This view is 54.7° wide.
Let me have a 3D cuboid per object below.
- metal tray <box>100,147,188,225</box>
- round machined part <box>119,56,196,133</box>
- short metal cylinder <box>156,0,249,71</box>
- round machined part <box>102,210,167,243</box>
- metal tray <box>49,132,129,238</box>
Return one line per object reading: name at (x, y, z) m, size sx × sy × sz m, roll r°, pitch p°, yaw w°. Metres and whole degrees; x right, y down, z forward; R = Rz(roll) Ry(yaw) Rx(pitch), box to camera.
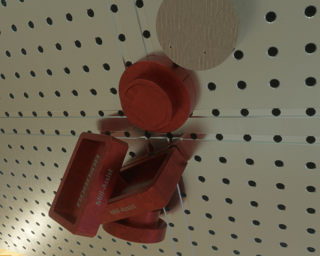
metal tray at (-0.032, 0.081, 0.433) m, size 0.130 × 0.090 × 0.030 m, roll -26°, pitch 108°, yaw 36°
round machined part at (-0.009, -0.035, 0.382) m, size 0.098 × 0.042 × 0.097 m, roll 13°, pitch 124°, yaw 20°
short metal cylinder at (0.043, -0.103, 0.308) m, size 0.080 × 0.050 × 0.079 m, roll 13°, pitch 124°, yaw 20°
round machined part at (-0.036, 0.140, 0.480) m, size 0.098 × 0.098 × 0.042 m, roll 11°, pitch 88°, yaw 22°
metal tray at (-0.101, 0.073, 0.430) m, size 0.030 × 0.130 × 0.090 m, roll 29°, pitch 165°, yaw -38°
